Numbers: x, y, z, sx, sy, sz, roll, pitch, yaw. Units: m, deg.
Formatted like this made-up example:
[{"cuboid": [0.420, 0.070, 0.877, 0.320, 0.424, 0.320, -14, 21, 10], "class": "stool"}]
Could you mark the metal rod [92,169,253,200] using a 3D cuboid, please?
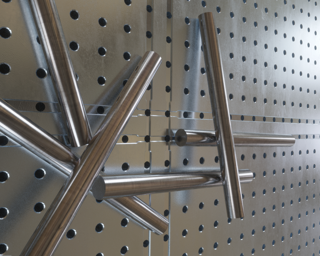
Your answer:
[{"cuboid": [0.043, 0.072, 0.425, 0.302, 0.025, 0.025, 6, 87, -45], "class": "metal rod"}]

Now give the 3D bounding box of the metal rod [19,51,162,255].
[{"cuboid": [-0.065, 0.026, 0.323, 0.025, 0.025, 0.300, 46, 53, -30], "class": "metal rod"}]

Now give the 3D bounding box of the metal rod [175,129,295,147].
[{"cuboid": [0.145, 0.020, 0.528, 0.302, 0.025, 0.025, 3, 88, -40], "class": "metal rod"}]

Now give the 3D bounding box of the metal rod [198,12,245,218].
[{"cuboid": [0.089, -0.021, 0.455, 0.025, 0.025, 0.299, -4, 84, -40], "class": "metal rod"}]

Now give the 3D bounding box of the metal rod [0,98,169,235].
[{"cuboid": [-0.091, 0.041, 0.331, 0.300, 0.025, 0.025, 44, 64, -31], "class": "metal rod"}]

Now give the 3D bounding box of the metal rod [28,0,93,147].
[{"cuboid": [-0.118, -0.126, 0.309, 0.025, 0.025, 0.298, -22, 104, -38], "class": "metal rod"}]
